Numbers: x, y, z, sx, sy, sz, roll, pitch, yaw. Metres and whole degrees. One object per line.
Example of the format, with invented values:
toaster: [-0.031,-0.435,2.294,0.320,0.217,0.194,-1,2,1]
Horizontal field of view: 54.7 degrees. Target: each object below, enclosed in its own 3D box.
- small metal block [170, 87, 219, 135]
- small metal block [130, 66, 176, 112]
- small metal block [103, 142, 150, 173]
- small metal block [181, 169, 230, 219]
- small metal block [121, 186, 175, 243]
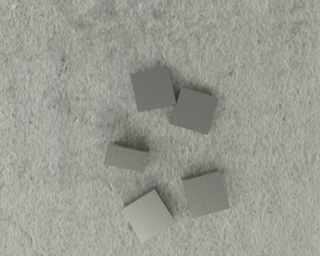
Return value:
small metal block: [0.045,-0.022,0.411,0.050,0.025,0.050,17,90,-1]
small metal block: [-0.009,-0.050,0.410,0.050,0.025,0.050,-12,90,-1]
small metal block: [-0.041,0.037,0.397,0.050,0.050,0.025,12,90,-1]
small metal block: [0.060,0.086,0.411,0.050,0.025,0.050,-15,90,-1]
small metal block: [-0.015,0.113,0.410,0.050,0.025,0.050,-32,90,-1]
